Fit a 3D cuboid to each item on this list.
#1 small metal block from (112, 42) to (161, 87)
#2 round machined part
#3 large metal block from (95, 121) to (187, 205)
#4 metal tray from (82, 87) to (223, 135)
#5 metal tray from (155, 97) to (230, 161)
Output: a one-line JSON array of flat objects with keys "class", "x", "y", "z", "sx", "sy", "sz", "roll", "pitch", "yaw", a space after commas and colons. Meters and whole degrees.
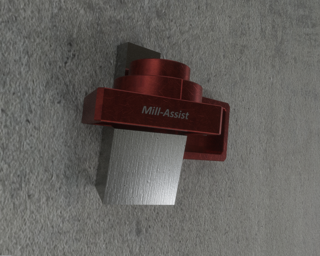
[{"class": "small metal block", "x": -0.028, "y": -0.073, "z": 0.385, "sx": 0.050, "sy": 0.025, "sz": 0.050, "roll": 8, "pitch": 85, "yaw": -40}, {"class": "round machined part", "x": -0.002, "y": -0.048, "z": 0.345, "sx": 0.099, "sy": 0.098, "sz": 0.042, "roll": 8, "pitch": 85, "yaw": -40}, {"class": "large metal block", "x": -0.023, "y": 0.038, "z": 0.348, "sx": 0.081, "sy": 0.050, "sz": 0.079, "roll": 6, "pitch": 99, "yaw": -22}, {"class": "metal tray", "x": -0.011, "y": -0.014, "z": 0.334, "sx": 0.131, "sy": 0.090, "sz": 0.030, "roll": 7, "pitch": 86, "yaw": -22}, {"class": "metal tray", "x": 0.046, "y": 0.000, "z": 0.444, "sx": 0.131, "sy": 0.030, "sz": 0.089, "roll": 8, "pitch": 85, "yaw": -40}]
